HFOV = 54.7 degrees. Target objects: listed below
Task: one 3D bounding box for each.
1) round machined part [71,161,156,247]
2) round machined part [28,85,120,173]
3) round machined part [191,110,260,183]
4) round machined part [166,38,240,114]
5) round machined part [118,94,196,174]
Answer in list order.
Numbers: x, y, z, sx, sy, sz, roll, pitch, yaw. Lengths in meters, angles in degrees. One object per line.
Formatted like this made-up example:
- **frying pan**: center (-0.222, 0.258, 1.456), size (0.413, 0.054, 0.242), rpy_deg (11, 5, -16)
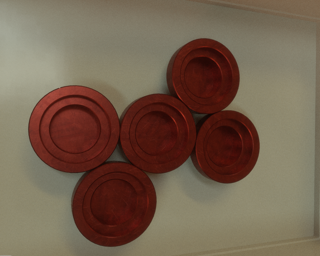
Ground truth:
- **round machined part**: center (-0.057, 0.088, 0.377), size (0.099, 0.042, 0.097), rpy_deg (0, 90, -20)
- **round machined part**: center (-0.100, 0.001, 0.362), size (0.099, 0.042, 0.097), rpy_deg (0, 90, -20)
- **round machined part**: center (0.085, 0.025, 0.430), size (0.099, 0.042, 0.097), rpy_deg (0, 90, -20)
- **round machined part**: center (0.054, -0.067, 0.419), size (0.099, 0.042, 0.097), rpy_deg (0, 90, -20)
- **round machined part**: center (-0.007, 0.007, 0.395), size (0.099, 0.042, 0.097), rpy_deg (0, 90, -20)
